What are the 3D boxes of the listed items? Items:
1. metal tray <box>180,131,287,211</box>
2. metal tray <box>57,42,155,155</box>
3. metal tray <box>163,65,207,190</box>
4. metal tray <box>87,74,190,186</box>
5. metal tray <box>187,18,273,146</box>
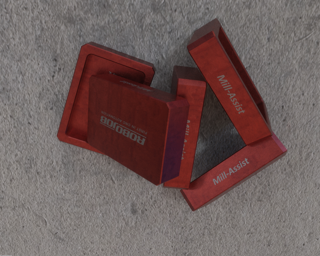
[{"bbox_3d":[0.097,0.056,0.398,0.130,0.090,0.030,-36,71,12],"label":"metal tray"},{"bbox_3d":[-0.069,-0.033,0.395,0.091,0.030,0.129,19,109,-7],"label":"metal tray"},{"bbox_3d":[0.026,-0.003,0.376,0.030,0.090,0.129,6,111,-3],"label":"metal tray"},{"bbox_3d":[-0.031,-0.004,0.349,0.130,0.030,0.089,24,116,38],"label":"metal tray"},{"bbox_3d":[0.082,-0.055,0.355,0.030,0.090,0.130,-27,109,24],"label":"metal tray"}]
